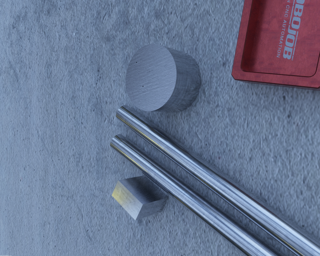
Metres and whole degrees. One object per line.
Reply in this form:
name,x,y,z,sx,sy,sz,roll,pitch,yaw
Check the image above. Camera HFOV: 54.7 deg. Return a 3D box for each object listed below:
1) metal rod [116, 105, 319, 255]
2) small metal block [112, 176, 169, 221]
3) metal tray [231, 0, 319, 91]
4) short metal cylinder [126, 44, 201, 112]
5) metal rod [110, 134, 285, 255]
metal rod,0.048,0.049,0.364,0.300,0.025,0.025,35,112,34
small metal block,-0.026,0.091,0.410,0.050,0.050,0.025,37,113,34
metal tray,0.126,-0.105,0.297,0.090,0.030,0.129,14,99,39
short metal cylinder,0.004,-0.060,0.386,0.080,0.050,0.079,0,90,40
metal rod,0.040,0.087,0.371,0.300,0.025,0.025,33,111,35
